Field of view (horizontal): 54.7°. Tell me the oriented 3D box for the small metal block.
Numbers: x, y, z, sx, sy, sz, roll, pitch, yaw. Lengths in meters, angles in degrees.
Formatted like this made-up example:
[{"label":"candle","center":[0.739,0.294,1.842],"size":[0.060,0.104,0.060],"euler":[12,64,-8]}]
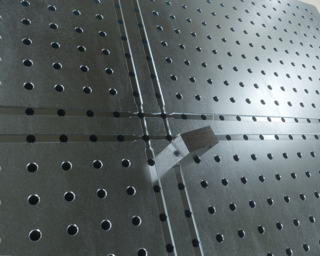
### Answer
[{"label":"small metal block","center":[0.039,0.024,0.400],"size":[0.050,0.050,0.025],"euler":[-15,70,-35]}]
